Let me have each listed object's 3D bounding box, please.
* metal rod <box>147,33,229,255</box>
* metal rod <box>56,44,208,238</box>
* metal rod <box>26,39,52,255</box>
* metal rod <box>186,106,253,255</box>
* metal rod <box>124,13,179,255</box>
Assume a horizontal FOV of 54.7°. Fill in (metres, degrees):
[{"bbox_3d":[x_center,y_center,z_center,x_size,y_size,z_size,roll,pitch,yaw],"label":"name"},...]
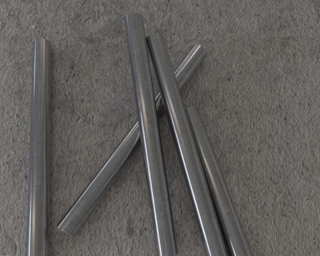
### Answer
[{"bbox_3d":[0.031,0.020,0.382,0.025,0.025,0.299,-14,77,-5],"label":"metal rod"},{"bbox_3d":[-0.026,0.005,0.405,0.025,0.025,0.300,33,73,11],"label":"metal rod"},{"bbox_3d":[-0.154,0.017,0.400,0.025,0.025,0.299,-6,70,-2],"label":"metal rod"},{"bbox_3d":[0.082,0.111,0.367,0.025,0.025,0.299,-16,71,-6],"label":"metal rod"},{"bbox_3d":[-0.013,0.000,0.382,0.025,0.025,0.299,-8,80,-3],"label":"metal rod"}]
